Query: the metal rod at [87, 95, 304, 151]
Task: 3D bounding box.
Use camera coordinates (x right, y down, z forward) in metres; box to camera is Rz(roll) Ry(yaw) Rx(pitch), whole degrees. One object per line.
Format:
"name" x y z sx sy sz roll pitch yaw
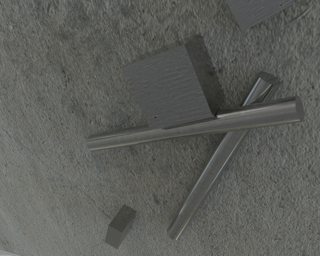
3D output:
"metal rod" 0.014 0.002 0.379 0.300 0.025 0.025 -10 114 39

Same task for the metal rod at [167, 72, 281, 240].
"metal rod" 0.067 0.059 0.406 0.025 0.025 0.298 29 128 9

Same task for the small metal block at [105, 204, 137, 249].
"small metal block" -0.067 0.168 0.528 0.025 0.050 0.050 26 127 12

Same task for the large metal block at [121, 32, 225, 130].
"large metal block" 0.017 -0.051 0.350 0.080 0.050 0.080 -12 113 33

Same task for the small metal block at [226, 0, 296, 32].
"small metal block" 0.089 -0.125 0.282 0.050 0.025 0.050 -23 106 36
